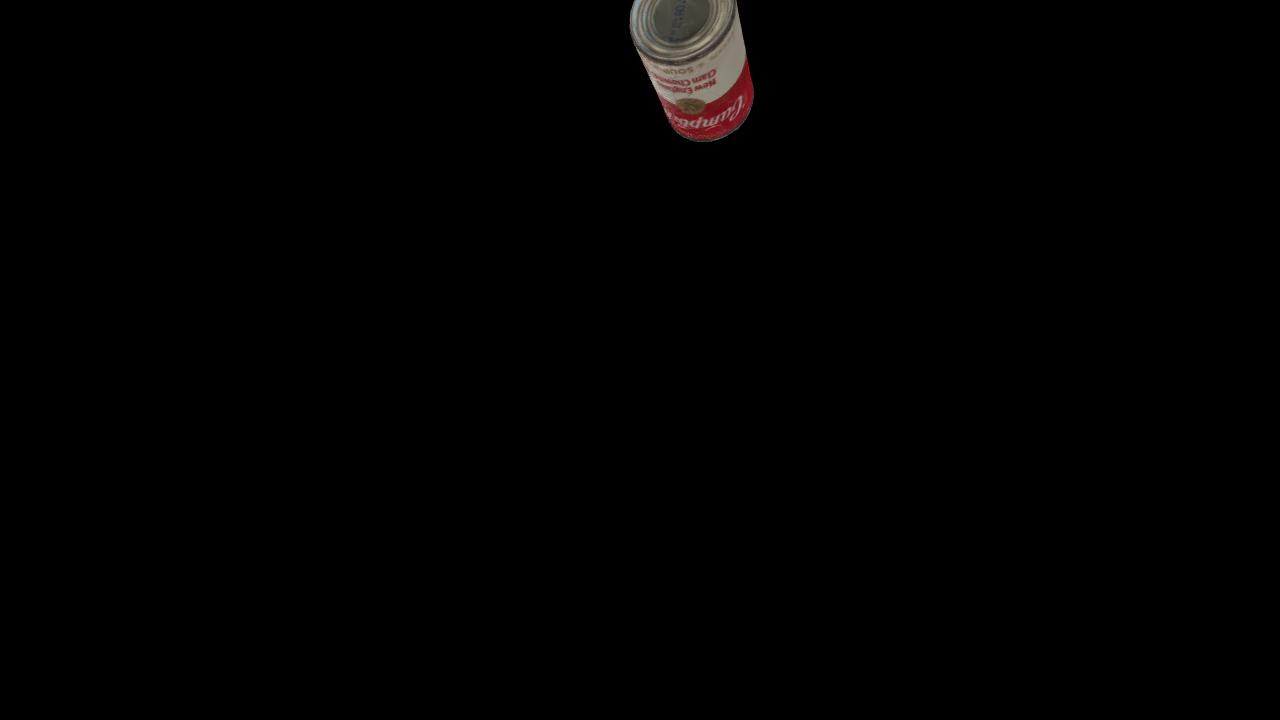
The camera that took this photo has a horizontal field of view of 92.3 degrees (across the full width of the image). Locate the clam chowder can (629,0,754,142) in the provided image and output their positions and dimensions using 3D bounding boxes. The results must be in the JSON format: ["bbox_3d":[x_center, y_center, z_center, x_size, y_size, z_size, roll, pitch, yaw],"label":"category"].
[{"bbox_3d":[0.038,-0.203,0.415,0.068,0.068,0.102,0,-8,16],"label":"clam chowder can"}]
